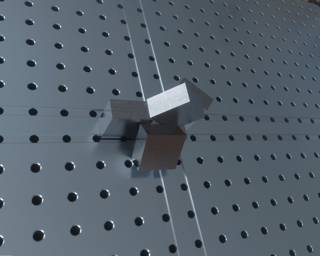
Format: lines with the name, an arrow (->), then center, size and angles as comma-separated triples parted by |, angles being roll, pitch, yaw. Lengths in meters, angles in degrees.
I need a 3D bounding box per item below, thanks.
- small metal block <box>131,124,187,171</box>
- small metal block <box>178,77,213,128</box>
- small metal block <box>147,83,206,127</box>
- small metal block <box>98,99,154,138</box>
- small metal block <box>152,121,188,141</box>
small metal block -> -0.002, 0.023, 0.373 | 0.050, 0.050, 0.025 | 1, 30, -27
small metal block -> 0.037, -0.034, 0.432 | 0.050, 0.050, 0.025 | 37, 50, -4
small metal block -> 0.020, -0.024, 0.372 | 0.050, 0.050, 0.025 | 34, 39, -56
small metal block -> -0.042, -0.010, 0.374 | 0.050, 0.050, 0.025 | 1, 62, -27
small metal block -> 0.004, -0.003, 0.411 | 0.050, 0.025, 0.050 | 2, 61, -28
